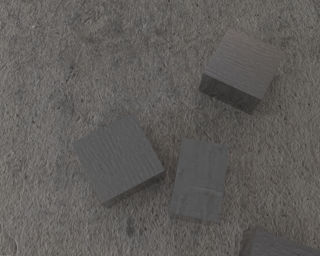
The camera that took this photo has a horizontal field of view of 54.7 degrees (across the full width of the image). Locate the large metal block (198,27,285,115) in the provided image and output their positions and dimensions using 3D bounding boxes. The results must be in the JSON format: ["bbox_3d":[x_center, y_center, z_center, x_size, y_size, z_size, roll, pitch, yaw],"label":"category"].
[{"bbox_3d":[0.109,-0.077,0.423,0.080,0.050,0.080,27,72,9],"label":"large metal block"}]

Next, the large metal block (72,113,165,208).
[{"bbox_3d":[-0.049,0.041,0.379,0.080,0.050,0.080,-27,72,-9],"label":"large metal block"}]

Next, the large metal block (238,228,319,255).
[{"bbox_3d":[0.128,0.163,0.336,0.080,0.050,0.080,18,71,6],"label":"large metal block"}]

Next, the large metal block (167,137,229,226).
[{"bbox_3d":[0.041,0.065,0.355,0.050,0.080,0.080,10,70,4],"label":"large metal block"}]
